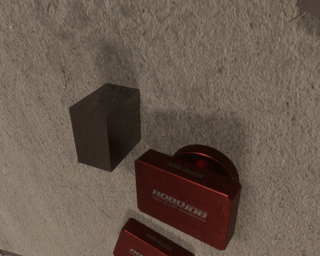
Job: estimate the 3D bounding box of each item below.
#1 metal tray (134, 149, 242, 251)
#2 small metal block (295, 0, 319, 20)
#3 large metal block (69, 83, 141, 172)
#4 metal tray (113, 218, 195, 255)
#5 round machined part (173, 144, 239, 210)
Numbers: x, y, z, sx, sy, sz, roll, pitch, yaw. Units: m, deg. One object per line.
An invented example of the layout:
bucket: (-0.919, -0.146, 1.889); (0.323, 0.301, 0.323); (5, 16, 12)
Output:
metal tray: (0.031, 0.088, 0.390); (0.130, 0.030, 0.089); (18, 126, 28)
small metal block: (0.151, -0.114, 0.257); (0.050, 0.025, 0.050); (34, 129, 5)
large metal block: (-0.066, -0.003, 0.403); (0.050, 0.080, 0.079); (14, 124, 20)
metal tray: (-0.014, 0.225, 0.548); (0.130, 0.030, 0.089); (28, 128, 10)
round machined part: (0.052, 0.074, 0.413); (0.098, 0.042, 0.097); (13, 124, 20)
